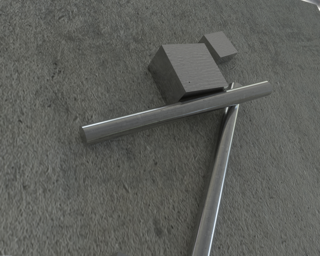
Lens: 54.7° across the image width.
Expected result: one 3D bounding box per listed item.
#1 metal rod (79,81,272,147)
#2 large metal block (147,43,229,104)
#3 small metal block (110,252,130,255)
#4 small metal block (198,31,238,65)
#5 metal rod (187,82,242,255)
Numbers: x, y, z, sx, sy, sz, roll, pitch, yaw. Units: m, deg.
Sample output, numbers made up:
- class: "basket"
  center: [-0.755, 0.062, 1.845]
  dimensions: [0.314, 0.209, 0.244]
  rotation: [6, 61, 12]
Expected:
- class: "metal rod"
  center: [0.041, -0.027, 0.423]
  dimensions: [0.303, 0.025, 0.025]
  rotation: [-16, 70, -28]
- class: "large metal block"
  center: [0.040, -0.077, 0.458]
  dimensions: [0.081, 0.050, 0.080]
  rotation: [-12, 68, -34]
- class: "small metal block"
  center: [-0.042, 0.144, 0.278]
  dimensions: [0.025, 0.050, 0.050]
  rotation: [26, 53, -13]
- class: "small metal block"
  center: [0.101, -0.140, 0.546]
  dimensions: [0.050, 0.025, 0.050]
  rotation: [-24, 75, -37]
- class: "metal rod"
  center: [0.081, 0.045, 0.422]
  dimensions: [0.025, 0.025, 0.300]
  rotation: [29, 52, -10]
